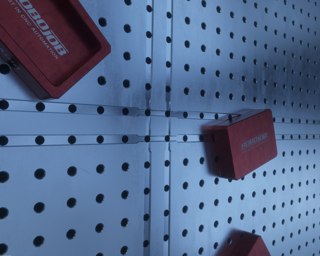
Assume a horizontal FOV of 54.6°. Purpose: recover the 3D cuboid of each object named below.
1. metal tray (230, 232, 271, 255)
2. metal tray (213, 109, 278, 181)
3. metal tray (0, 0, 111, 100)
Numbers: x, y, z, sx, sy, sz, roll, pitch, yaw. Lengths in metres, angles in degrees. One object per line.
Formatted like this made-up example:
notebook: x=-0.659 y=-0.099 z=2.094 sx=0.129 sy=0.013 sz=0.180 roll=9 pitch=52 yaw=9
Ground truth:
metal tray: x=0.164 y=0.259 z=0.542 sx=0.090 sy=0.030 sz=0.130 roll=-44 pitch=117 yaw=-31
metal tray: x=0.149 y=0.024 z=0.529 sx=0.131 sy=0.030 sz=0.090 roll=-19 pitch=102 yaw=-38
metal tray: x=-0.120 y=-0.103 z=0.304 sx=0.090 sy=0.030 sz=0.130 roll=-51 pitch=120 yaw=-28
